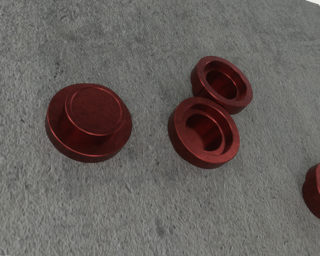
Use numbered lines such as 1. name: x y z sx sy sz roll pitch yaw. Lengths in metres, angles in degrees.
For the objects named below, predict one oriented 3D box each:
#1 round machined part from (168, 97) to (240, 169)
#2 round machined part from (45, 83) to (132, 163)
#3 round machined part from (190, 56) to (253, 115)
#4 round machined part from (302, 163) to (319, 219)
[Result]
1. round machined part: 0.054 0.010 0.416 0.099 0.042 0.098 13 56 -21
2. round machined part: -0.078 -0.012 0.358 0.099 0.042 0.098 14 56 -21
3. round machined part: 0.089 -0.060 0.474 0.099 0.042 0.098 15 52 -20
4. round machined part: 0.257 0.102 0.469 0.099 0.042 0.098 14 56 -21
